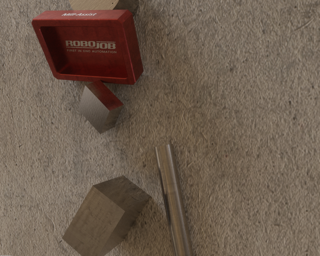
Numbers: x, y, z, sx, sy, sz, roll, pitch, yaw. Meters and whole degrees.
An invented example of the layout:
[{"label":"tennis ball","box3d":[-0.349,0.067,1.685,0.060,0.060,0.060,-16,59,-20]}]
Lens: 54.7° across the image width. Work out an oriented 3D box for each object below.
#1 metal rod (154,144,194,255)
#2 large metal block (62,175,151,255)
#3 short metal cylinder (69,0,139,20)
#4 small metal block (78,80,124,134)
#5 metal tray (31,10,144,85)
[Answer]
[{"label":"metal rod","box3d":[0.031,0.169,0.397,0.025,0.025,0.298,-12,86,19]},{"label":"large metal block","box3d":[-0.066,0.114,0.402,0.050,0.080,0.080,34,101,16]},{"label":"short metal cylinder","box3d":[-0.076,-0.180,0.421,0.080,0.050,0.079,0,90,19]},{"label":"small metal block","box3d":[-0.082,-0.029,0.425,0.050,0.025,0.050,46,136,14]},{"label":"metal tray","box3d":[-0.094,-0.106,0.410,0.130,0.030,0.089,7,133,19]}]
